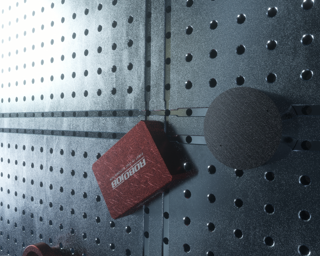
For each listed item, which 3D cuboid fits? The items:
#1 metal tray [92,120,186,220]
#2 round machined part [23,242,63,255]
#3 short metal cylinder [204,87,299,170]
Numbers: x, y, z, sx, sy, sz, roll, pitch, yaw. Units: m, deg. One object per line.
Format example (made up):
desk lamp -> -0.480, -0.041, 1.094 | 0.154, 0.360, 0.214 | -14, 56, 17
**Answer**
metal tray -> -0.035, 0.060, 0.433 | 0.129, 0.030, 0.090 | -40, 66, 32
round machined part -> -0.210, 0.259, 0.568 | 0.098, 0.042, 0.097 | 0, 90, 39
short metal cylinder -> 0.092, 0.000, 0.316 | 0.080, 0.050, 0.079 | 0, 90, 39
